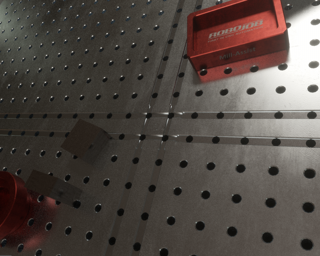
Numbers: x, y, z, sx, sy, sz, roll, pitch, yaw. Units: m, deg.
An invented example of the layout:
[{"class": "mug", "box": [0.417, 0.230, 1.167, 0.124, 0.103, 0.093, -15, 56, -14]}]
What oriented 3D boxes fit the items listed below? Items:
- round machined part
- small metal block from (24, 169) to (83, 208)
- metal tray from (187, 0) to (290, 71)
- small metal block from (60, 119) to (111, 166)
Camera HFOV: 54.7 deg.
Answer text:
[{"class": "round machined part", "box": [-0.229, 0.115, 0.445, 0.098, 0.042, 0.098, -13, 56, 20]}, {"class": "small metal block", "box": [-0.142, 0.081, 0.415, 0.050, 0.050, 0.025, 10, 67, 32]}, {"class": "metal tray", "box": [0.104, -0.138, 0.433, 0.130, 0.030, 0.090, -10, 57, 22]}, {"class": "small metal block", "box": [-0.108, 0.020, 0.451, 0.050, 0.025, 0.050, 21, 72, 35]}]
